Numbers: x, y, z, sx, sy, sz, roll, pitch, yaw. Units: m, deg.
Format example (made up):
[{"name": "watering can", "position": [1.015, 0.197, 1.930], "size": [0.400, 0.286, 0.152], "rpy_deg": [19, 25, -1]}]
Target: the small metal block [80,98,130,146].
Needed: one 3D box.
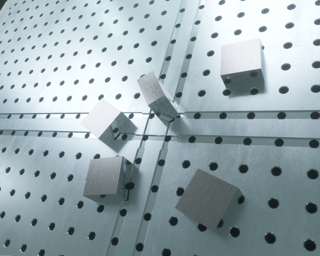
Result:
[{"name": "small metal block", "position": [-0.081, -0.009, 0.458], "size": [0.050, 0.025, 0.050], "rpy_deg": [33, 80, 38]}]

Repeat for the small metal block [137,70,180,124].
[{"name": "small metal block", "position": [-0.002, -0.041, 0.419], "size": [0.025, 0.050, 0.050], "rpy_deg": [-31, 52, 9]}]

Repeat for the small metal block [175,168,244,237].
[{"name": "small metal block", "position": [0.053, 0.079, 0.333], "size": [0.050, 0.025, 0.050], "rpy_deg": [23, 74, 36]}]

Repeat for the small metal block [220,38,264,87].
[{"name": "small metal block", "position": [0.108, -0.085, 0.405], "size": [0.050, 0.025, 0.050], "rpy_deg": [-6, 59, 25]}]

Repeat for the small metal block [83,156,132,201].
[{"name": "small metal block", "position": [-0.068, 0.067, 0.404], "size": [0.050, 0.025, 0.050], "rpy_deg": [-8, 58, 24]}]
